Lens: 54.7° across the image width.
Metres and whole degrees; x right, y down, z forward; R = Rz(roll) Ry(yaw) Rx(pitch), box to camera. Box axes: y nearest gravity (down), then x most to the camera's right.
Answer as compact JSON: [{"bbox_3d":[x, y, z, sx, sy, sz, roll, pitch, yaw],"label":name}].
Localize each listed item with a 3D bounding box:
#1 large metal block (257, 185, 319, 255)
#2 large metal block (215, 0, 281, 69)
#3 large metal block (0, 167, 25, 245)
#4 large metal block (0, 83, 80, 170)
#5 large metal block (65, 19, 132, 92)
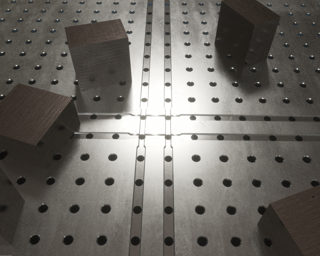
[{"bbox_3d":[0.158,0.107,0.304,0.081,0.050,0.080,-16,52,-13],"label":"large metal block"},{"bbox_3d":[0.139,-0.159,0.507,0.050,0.080,0.080,-23,54,-18],"label":"large metal block"},{"bbox_3d":[-0.194,0.077,0.305,0.081,0.080,0.050,0,50,0],"label":"large metal block"},{"bbox_3d":[-0.161,-0.004,0.392,0.080,0.050,0.080,16,52,12],"label":"large metal block"},{"bbox_3d":[-0.089,-0.108,0.461,0.081,0.080,0.050,-13,52,-11],"label":"large metal block"}]
